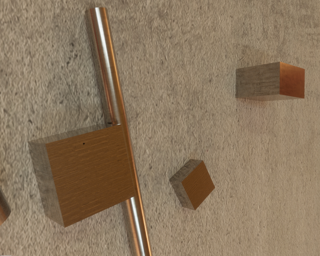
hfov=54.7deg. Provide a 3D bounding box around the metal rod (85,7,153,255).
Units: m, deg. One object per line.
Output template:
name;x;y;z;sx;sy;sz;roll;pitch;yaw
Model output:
metal rod;-0.046;0.015;0.365;0.025;0.025;0.298;-16;101;-39

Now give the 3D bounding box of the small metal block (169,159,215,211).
small metal block;0.047;0.080;0.444;0.050;0.025;0.050;-39;114;-33

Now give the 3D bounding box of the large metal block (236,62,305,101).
large metal block;0.186;-0.075;0.524;0.081;0.080;0.050;1;89;-40

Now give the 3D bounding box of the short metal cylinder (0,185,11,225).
short metal cylinder;-0.163;0.059;0.232;0.081;0.080;0.050;-28;108;-36

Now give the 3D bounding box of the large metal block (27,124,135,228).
large metal block;-0.080;0.043;0.322;0.081;0.050;0.079;-17;101;-39
